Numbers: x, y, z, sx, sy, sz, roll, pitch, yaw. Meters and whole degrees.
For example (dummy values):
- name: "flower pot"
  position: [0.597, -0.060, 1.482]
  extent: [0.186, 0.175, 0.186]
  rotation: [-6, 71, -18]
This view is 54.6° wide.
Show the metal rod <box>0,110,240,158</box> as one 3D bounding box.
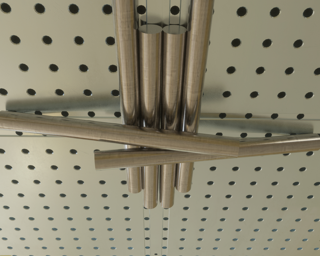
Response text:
- name: "metal rod"
  position: [-0.056, 0.007, 0.386]
  extent: [0.301, 0.025, 0.025]
  rotation: [7, 131, 6]

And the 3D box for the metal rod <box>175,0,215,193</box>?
- name: "metal rod"
  position: [0.039, -0.021, 0.392]
  extent: [0.025, 0.025, 0.298]
  rotation: [1, 130, -1]

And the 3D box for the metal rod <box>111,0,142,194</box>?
- name: "metal rod"
  position: [-0.037, -0.020, 0.393]
  extent: [0.025, 0.025, 0.298]
  rotation: [1, 130, -1]

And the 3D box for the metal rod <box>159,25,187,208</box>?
- name: "metal rod"
  position: [0.013, 0.010, 0.422]
  extent: [0.025, 0.025, 0.298]
  rotation: [1, 130, -1]

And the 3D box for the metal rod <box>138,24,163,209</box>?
- name: "metal rod"
  position: [-0.013, 0.011, 0.419]
  extent: [0.025, 0.025, 0.298]
  rotation: [1, 130, -1]

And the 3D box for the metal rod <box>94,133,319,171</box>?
- name: "metal rod"
  position: [0.068, 0.030, 0.411]
  extent: [0.302, 0.025, 0.025]
  rotation: [-4, 131, -8]
